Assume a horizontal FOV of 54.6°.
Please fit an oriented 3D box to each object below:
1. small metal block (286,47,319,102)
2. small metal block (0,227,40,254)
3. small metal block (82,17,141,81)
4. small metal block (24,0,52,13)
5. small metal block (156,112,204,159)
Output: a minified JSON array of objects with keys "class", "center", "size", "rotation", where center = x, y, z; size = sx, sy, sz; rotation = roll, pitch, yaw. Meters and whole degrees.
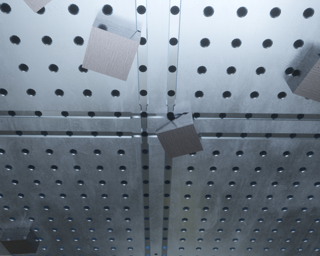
[{"class":"small metal block","center":[0.187,-0.060,0.362],"size":[0.050,0.025,0.050],"rotation":[15,129,-13]},{"class":"small metal block","center":[-0.267,0.217,0.594],"size":[0.050,0.025,0.050],"rotation":[-5,130,4]},{"class":"small metal block","center":[-0.053,-0.085,0.339],"size":[0.050,0.025,0.050],"rotation":[16,128,-14]},{"class":"small metal block","center":[-0.113,-0.145,0.287],"size":[0.050,0.025,0.050],"rotation":[-26,126,20]},{"class":"small metal block","center":[0.027,0.011,0.421],"size":[0.050,0.025,0.050],"rotation":[-16,129,13]}]
